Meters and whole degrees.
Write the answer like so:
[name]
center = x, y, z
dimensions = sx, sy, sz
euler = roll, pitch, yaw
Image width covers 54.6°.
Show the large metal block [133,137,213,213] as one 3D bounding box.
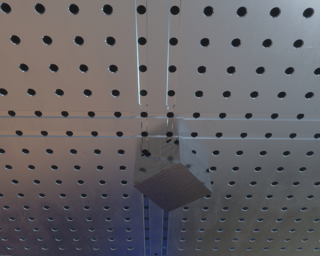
[large metal block]
center = 0.019, 0.071, 0.455
dimensions = 0.080, 0.050, 0.080
euler = -30, 124, 23
